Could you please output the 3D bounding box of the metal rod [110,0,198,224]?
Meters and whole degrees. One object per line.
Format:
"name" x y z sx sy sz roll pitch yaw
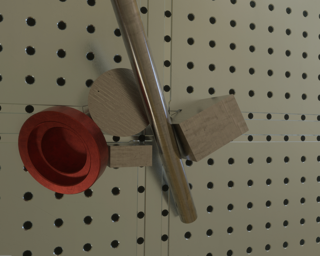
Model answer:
"metal rod" 0.001 -0.004 0.364 0.025 0.025 0.298 -26 118 -18

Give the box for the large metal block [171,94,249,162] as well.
"large metal block" 0.052 -0.001 0.404 0.081 0.080 0.050 -29 100 -18

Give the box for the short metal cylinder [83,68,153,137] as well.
"short metal cylinder" -0.051 -0.030 0.381 0.081 0.050 0.079 0 90 -21

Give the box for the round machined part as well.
"round machined part" -0.103 0.021 0.349 0.098 0.042 0.097 5 111 14

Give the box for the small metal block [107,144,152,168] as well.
"small metal block" -0.042 0.033 0.385 0.050 0.050 0.025 0 90 -20
